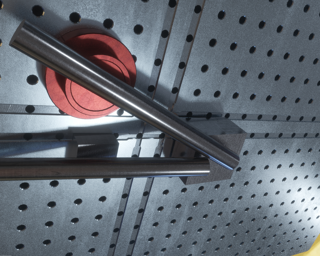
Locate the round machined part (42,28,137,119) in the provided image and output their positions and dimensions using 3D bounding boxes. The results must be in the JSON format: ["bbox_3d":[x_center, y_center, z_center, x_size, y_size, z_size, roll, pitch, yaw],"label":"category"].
[{"bbox_3d":[-0.071,-0.052,0.330,0.099,0.042,0.097,-14,125,-21],"label":"round machined part"}]

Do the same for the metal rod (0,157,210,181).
[{"bbox_3d":[-0.084,0.047,0.360,0.302,0.025,0.025,2,118,-18],"label":"metal rod"}]

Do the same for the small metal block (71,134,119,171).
[{"bbox_3d":[-0.083,0.035,0.389,0.050,0.025,0.050,-1,119,-29],"label":"small metal block"}]

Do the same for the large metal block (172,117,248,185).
[{"bbox_3d":[0.068,0.032,0.450,0.081,0.050,0.079,-2,120,-28],"label":"large metal block"}]

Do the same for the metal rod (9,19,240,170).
[{"bbox_3d":[-0.008,-0.016,0.336,0.301,0.025,0.025,30,102,-35],"label":"metal rod"}]
